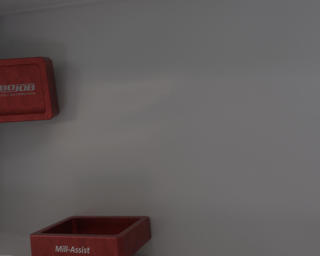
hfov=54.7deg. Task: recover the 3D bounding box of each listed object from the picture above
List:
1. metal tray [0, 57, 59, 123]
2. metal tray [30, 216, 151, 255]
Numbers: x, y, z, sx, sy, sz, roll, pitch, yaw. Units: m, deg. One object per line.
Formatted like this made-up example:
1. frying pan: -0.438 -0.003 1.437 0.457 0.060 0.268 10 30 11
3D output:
1. metal tray: -0.223 -0.055 0.454 0.131 0.030 0.089 -4 102 0
2. metal tray: -0.088 0.143 0.406 0.130 0.090 0.030 -6 88 20
